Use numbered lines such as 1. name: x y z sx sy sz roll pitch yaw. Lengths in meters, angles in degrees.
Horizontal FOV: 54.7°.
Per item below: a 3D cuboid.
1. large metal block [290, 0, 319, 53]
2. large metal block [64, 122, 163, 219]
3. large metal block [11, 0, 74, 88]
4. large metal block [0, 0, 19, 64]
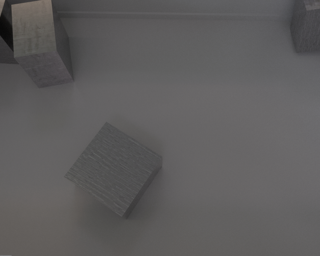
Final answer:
1. large metal block: 0.232 -0.155 0.427 0.080 0.080 0.050 -6 61 11
2. large metal block: -0.053 0.053 0.377 0.080 0.050 0.080 32 73 11
3. large metal block: -0.156 -0.111 0.420 0.050 0.080 0.080 -11 71 -4
4. large metal block: -0.240 -0.132 0.427 0.080 0.080 0.050 3 70 1
